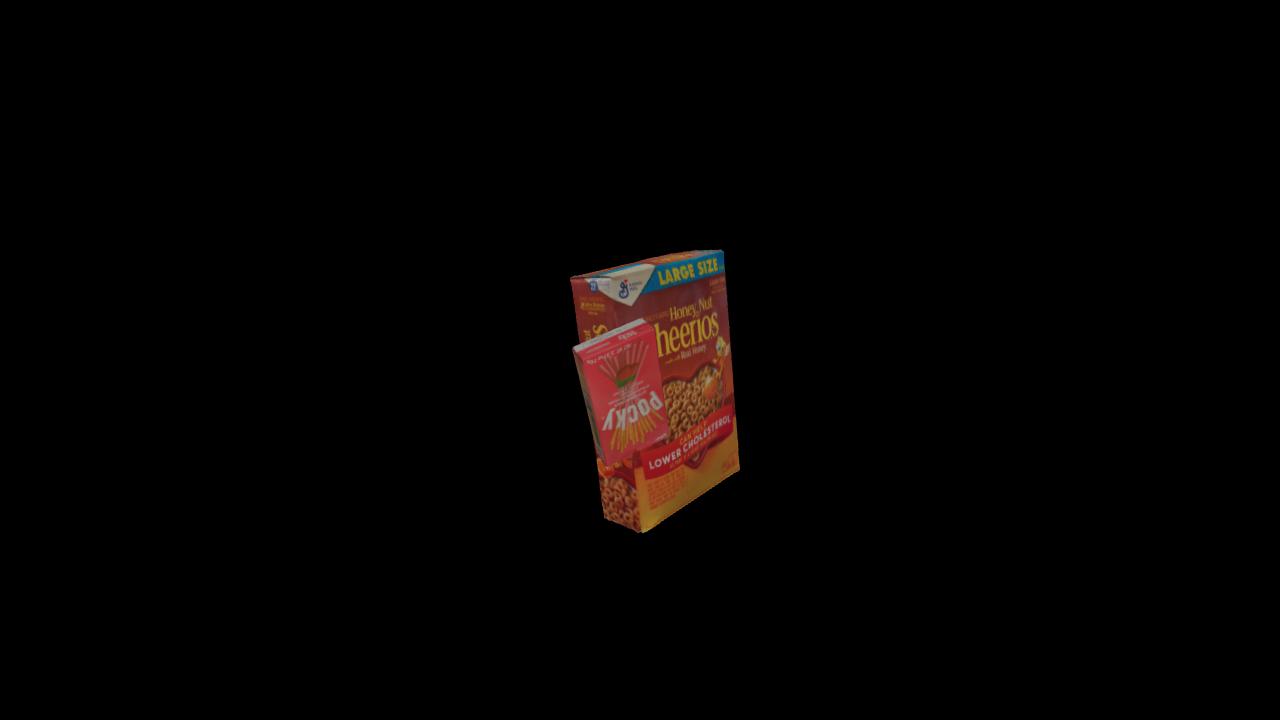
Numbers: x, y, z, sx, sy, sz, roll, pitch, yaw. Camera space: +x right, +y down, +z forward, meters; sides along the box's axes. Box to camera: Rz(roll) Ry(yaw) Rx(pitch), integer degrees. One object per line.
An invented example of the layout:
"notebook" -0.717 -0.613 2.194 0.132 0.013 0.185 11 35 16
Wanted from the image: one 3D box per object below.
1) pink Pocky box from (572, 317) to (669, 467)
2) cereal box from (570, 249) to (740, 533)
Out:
"pink Pocky box" -0.016 0.038 0.655 0.084 0.155 0.029 -24 39 -19
"cereal box" 0.030 0.028 0.761 0.081 0.306 0.203 8 20 43
